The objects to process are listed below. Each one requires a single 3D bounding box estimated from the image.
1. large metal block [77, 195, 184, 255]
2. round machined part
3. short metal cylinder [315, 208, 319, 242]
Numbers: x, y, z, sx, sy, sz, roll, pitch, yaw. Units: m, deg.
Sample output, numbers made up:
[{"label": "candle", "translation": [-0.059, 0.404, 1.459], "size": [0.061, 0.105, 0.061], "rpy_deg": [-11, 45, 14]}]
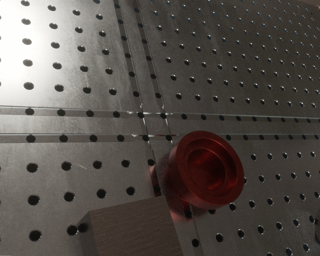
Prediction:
[{"label": "large metal block", "translation": [-0.028, 0.119, 0.305], "size": [0.081, 0.050, 0.080], "rpy_deg": [-5, 64, -31]}, {"label": "round machined part", "translation": [0.054, 0.056, 0.394], "size": [0.099, 0.042, 0.098], "rpy_deg": [14, 56, -21]}, {"label": "short metal cylinder", "translation": [0.270, 0.140, 0.436], "size": [0.050, 0.080, 0.080], "rpy_deg": [25, 53, -14]}]
